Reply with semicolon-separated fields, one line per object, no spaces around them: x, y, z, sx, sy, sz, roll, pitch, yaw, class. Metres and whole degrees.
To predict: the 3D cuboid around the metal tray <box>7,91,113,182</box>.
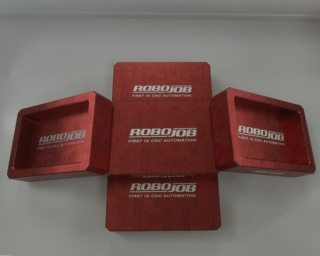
-0.120;0.014;0.367;0.130;0.030;0.090;-9;69;28;metal tray

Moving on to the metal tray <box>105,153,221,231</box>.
0.004;0.078;0.375;0.131;0.030;0.090;0;70;-1;metal tray

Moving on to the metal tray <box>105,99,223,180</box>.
0.004;0.013;0.368;0.131;0.030;0.090;-1;70;-1;metal tray

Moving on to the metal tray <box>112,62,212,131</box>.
0.003;-0.043;0.420;0.131;0.030;0.090;0;70;-1;metal tray

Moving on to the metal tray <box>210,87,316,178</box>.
0.124;0.009;0.369;0.131;0.030;0.090;9;68;-28;metal tray
